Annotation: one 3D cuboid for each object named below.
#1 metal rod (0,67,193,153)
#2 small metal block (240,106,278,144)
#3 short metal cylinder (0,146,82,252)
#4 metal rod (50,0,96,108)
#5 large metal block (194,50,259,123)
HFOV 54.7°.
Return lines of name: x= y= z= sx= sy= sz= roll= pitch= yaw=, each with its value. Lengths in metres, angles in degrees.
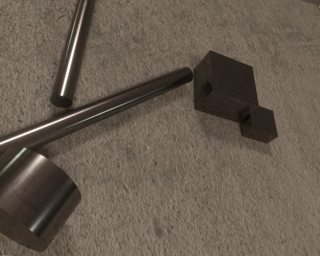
metal rod: x=-0.064 y=-0.027 z=0.386 sx=0.302 sy=0.025 sz=0.025 roll=-28 pitch=77 yaw=-38
small metal block: x=0.157 y=-0.008 z=0.496 sx=0.050 sy=0.025 sz=0.050 roll=15 pitch=55 yaw=-20
short metal cylinder: x=-0.117 y=0.062 z=0.268 sx=0.080 sy=0.080 sz=0.050 roll=36 pitch=51 yaw=-5
metal rod: x=-0.110 y=-0.157 z=0.441 sx=0.025 sy=0.025 sz=0.299 roll=15 pitch=55 yaw=-20
large metal block: x=0.101 y=-0.063 z=0.483 sx=0.081 sy=0.050 sz=0.080 roll=16 pitch=55 yaw=-20
